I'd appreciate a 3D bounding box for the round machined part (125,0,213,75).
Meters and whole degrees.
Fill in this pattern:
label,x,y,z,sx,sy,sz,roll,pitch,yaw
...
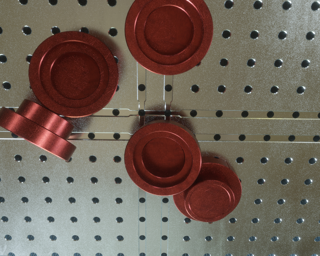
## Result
label,x,y,z,sx,sy,sz,roll,pitch,yaw
round machined part,0.010,-0.114,0.363,0.099,0.042,0.097,0,110,-1

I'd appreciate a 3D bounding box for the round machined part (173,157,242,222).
label,x,y,z,sx,sy,sz,roll,pitch,yaw
round machined part,0.068,0.093,0.440,0.099,0.042,0.097,0,110,-1

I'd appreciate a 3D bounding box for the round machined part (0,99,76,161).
label,x,y,z,sx,sy,sz,roll,pitch,yaw
round machined part,-0.146,0.000,0.380,0.098,0.098,0.042,31,77,-11

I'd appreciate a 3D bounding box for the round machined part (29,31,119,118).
label,x,y,z,sx,sy,sz,roll,pitch,yaw
round machined part,-0.100,-0.061,0.370,0.099,0.042,0.097,0,92,-10

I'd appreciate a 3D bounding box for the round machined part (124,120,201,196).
label,x,y,z,sx,sy,sz,roll,pitch,yaw
round machined part,0.006,0.037,0.412,0.099,0.042,0.097,1,102,7
